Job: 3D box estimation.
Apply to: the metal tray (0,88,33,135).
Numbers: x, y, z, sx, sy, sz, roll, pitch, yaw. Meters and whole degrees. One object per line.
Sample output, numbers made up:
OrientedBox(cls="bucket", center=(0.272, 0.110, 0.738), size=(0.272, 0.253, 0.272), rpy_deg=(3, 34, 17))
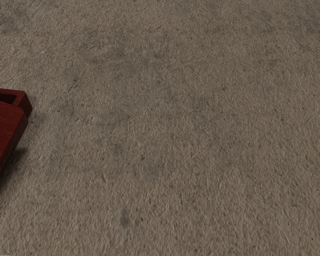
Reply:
OrientedBox(cls="metal tray", center=(-0.234, 0.003, 0.394), size=(0.091, 0.030, 0.130), rpy_deg=(7, 50, 5))

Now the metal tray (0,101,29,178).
OrientedBox(cls="metal tray", center=(-0.219, 0.025, 0.344), size=(0.091, 0.030, 0.130), rpy_deg=(19, 63, -6))
